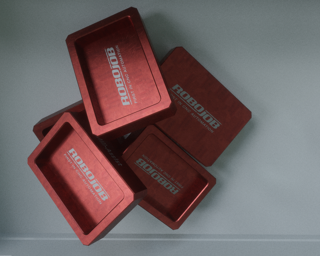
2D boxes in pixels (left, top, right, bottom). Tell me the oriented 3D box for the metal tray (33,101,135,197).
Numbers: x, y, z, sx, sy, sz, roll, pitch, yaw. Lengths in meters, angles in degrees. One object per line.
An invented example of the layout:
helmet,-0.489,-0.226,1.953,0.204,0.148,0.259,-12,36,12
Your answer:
metal tray,-0.094,0.031,0.418,0.090,0.030,0.130,-25,109,8

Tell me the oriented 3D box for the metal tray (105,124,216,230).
metal tray,0.001,0.063,0.409,0.130,0.030,0.090,42,86,-21

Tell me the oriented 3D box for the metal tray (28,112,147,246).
metal tray,-0.088,0.055,0.359,0.090,0.030,0.130,-47,72,17

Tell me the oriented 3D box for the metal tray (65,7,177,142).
metal tray,-0.045,-0.061,0.348,0.090,0.030,0.130,-22,73,7

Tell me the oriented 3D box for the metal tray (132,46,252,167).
metal tray,0.039,-0.025,0.387,0.130,0.030,0.090,40,88,-14
